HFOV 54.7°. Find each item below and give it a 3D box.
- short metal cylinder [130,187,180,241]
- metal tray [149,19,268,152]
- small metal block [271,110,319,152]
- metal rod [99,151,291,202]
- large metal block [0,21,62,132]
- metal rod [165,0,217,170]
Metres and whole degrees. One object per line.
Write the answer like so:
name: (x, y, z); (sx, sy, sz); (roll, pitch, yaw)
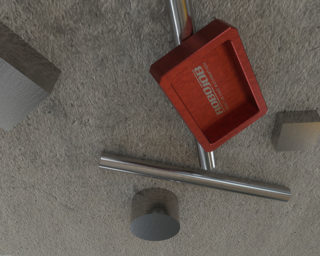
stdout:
short metal cylinder: (-0.008, 0.144, 0.513); (0.081, 0.050, 0.079); (0, 130, 0)
metal tray: (0.059, -0.040, 0.343); (0.090, 0.030, 0.130); (-36, 130, 3)
small metal block: (0.181, 0.004, 0.414); (0.050, 0.025, 0.050); (-3, 130, 2)
metal rod: (0.060, 0.076, 0.473); (0.302, 0.025, 0.025); (12, 129, -11)
large metal block: (-0.172, -0.054, 0.342); (0.080, 0.050, 0.080); (-34, 123, 25)
metal rod: (0.037, -0.059, 0.357); (0.025, 0.025, 0.298); (-10, 130, 8)
